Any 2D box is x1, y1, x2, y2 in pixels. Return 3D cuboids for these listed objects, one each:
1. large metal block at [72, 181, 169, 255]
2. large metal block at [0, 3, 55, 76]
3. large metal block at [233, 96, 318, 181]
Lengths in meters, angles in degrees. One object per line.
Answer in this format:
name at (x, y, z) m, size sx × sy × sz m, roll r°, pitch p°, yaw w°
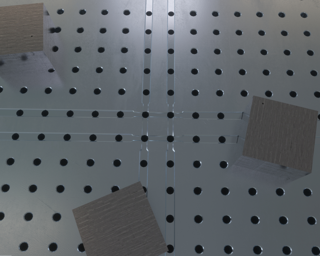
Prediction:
large metal block at (-0.043, 0.117, 0.355) m, size 0.080 × 0.050 × 0.080 m, roll -22°, pitch 72°, yaw -8°
large metal block at (-0.199, -0.126, 0.444) m, size 0.080 × 0.050 × 0.080 m, roll -7°, pitch 70°, yaw -3°
large metal block at (0.145, 0.014, 0.394) m, size 0.080 × 0.050 × 0.080 m, roll 15°, pitch 71°, yaw 5°
